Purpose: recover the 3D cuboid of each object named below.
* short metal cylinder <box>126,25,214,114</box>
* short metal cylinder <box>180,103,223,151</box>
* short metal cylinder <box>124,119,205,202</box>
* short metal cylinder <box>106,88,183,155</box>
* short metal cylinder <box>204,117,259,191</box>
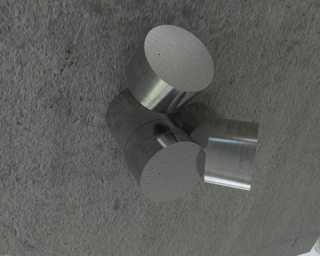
[{"bbox_3d":[0.010,-0.062,0.333,0.081,0.080,0.050,0,157,-29],"label":"short metal cylinder"},{"bbox_3d":[0.055,0.011,0.430,0.081,0.050,0.079,-14,125,-21],"label":"short metal cylinder"},{"bbox_3d":[0.005,0.037,0.354,0.081,0.050,0.079,-14,125,-21],"label":"short metal cylinder"},{"bbox_3d":[-0.020,-0.006,0.379,0.081,0.050,0.079,-14,125,-21],"label":"short metal cylinder"},{"bbox_3d":[0.085,0.030,0.366,0.050,0.080,0.079,8,124,16],"label":"short metal cylinder"}]
